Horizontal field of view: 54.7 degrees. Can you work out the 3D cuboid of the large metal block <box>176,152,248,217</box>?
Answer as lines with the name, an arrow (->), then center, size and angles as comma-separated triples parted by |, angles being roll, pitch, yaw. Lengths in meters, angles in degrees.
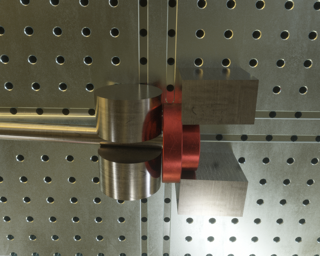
large metal block -> 0.063, 0.071, 0.412 | 0.081, 0.080, 0.050 | 3, 110, -1

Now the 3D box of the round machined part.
round machined part -> 0.024, 0.018, 0.381 | 0.042, 0.098, 0.097 | 1, 110, 0

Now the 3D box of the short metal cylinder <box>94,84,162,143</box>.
short metal cylinder -> -0.038, -0.020, 0.376 | 0.081, 0.080, 0.050 | 1, 111, -1

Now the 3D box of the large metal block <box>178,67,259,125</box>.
large metal block -> 0.064, -0.041, 0.370 | 0.081, 0.080, 0.050 | 0, 110, 0

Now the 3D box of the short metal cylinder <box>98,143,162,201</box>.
short metal cylinder -> -0.038, 0.050, 0.401 | 0.081, 0.080, 0.050 | 1, 111, -1

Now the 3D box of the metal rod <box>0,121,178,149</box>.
metal rod -> -0.121, 0.007, 0.402 | 0.302, 0.025, 0.025 | 3, 110, 3
